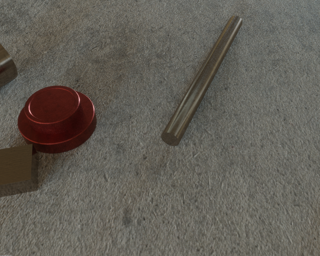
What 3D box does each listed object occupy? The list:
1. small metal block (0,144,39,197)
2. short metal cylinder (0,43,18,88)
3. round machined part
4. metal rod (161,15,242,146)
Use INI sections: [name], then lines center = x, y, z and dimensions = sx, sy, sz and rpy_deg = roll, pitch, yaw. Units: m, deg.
[small metal block]
center = -0.171, 0.050, 0.360
dimensions = 0.050, 0.025, 0.050
rpy_deg = -10, 51, -8
[short metal cylinder]
center = -0.254, -0.091, 0.442
dimensions = 0.080, 0.080, 0.050
rpy_deg = 27, 55, 21
[round machined part]
center = -0.136, -0.018, 0.406
dimensions = 0.099, 0.042, 0.098
rpy_deg = 0, 50, 0
[metal rod]
center = 0.076, -0.090, 0.479
dimensions = 0.025, 0.025, 0.301
rpy_deg = 20, 53, 15
